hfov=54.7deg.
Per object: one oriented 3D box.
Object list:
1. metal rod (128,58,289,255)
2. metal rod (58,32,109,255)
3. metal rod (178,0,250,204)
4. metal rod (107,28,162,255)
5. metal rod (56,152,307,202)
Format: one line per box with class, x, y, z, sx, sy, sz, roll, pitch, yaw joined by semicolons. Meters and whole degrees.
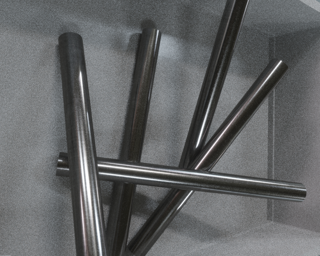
metal rod;0.062;0.036;0.392;0.025;0.025;0.300;40;87;-33
metal rod;-0.067;0.042;0.275;0.025;0.025;0.299;8;61;-40
metal rod;0.061;-0.037;0.388;0.025;0.025;0.298;-1;113;-40
metal rod;-0.034;0.023;0.380;0.025;0.025;0.298;15;80;-39
metal rod;0.038;0.061;0.362;0.302;0.025;0.025;9;84;-16
